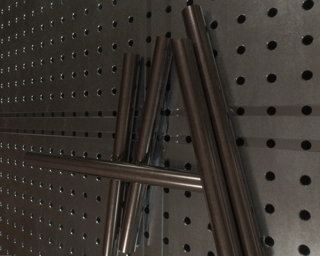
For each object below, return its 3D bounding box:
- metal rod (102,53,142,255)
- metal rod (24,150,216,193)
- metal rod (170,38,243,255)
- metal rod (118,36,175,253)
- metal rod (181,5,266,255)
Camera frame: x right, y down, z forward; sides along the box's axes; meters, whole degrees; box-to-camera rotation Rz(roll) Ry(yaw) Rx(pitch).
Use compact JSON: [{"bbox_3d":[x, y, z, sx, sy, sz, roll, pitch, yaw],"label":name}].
[{"bbox_3d":[-0.057,0.043,0.454,0.025,0.025,0.298,12,98,39],"label":"metal rod"},{"bbox_3d":[-0.068,0.056,0.419,0.301,0.025,0.025,4,93,26],"label":"metal rod"},{"bbox_3d":[0.055,0.047,0.333,0.025,0.025,0.298,-19,79,38],"label":"metal rod"},{"bbox_3d":[-0.020,0.029,0.423,0.025,0.025,0.298,18,101,38],"label":"metal rod"},{"bbox_3d":[0.069,0.001,0.350,0.025,0.025,0.299,-20,78,38],"label":"metal rod"}]
